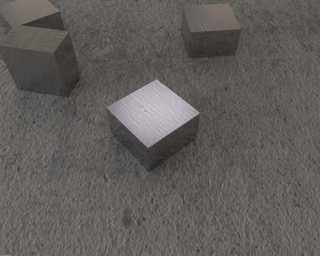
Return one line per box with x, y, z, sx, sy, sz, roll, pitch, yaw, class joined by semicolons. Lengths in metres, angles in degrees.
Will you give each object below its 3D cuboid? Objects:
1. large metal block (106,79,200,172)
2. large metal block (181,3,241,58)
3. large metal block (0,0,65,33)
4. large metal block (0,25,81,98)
-0.009;-0.005;0.391;0.080;0.050;0.080;-33;58;-25;large metal block
0.083;-0.166;0.527;0.081;0.050;0.080;-5;50;-4;large metal block
-0.224;-0.184;0.540;0.081;0.050;0.080;-32;57;-24;large metal block
-0.170;-0.095;0.446;0.080;0.080;0.050;9;51;8;large metal block
